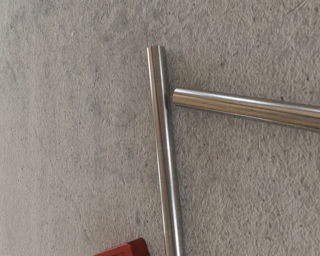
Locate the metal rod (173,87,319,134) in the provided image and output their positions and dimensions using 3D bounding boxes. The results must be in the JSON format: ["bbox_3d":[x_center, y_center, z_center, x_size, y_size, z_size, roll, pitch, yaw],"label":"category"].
[{"bbox_3d":[0.138,-0.010,0.290,0.300,0.025,0.025,14,99,38],"label":"metal rod"}]

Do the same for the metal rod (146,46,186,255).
[{"bbox_3d":[0.009,0.044,0.395,0.025,0.025,0.298,-9,84,39],"label":"metal rod"}]

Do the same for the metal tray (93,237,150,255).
[{"bbox_3d":[-0.041,0.231,0.433,0.090,0.030,0.130,-32,70,35],"label":"metal tray"}]
